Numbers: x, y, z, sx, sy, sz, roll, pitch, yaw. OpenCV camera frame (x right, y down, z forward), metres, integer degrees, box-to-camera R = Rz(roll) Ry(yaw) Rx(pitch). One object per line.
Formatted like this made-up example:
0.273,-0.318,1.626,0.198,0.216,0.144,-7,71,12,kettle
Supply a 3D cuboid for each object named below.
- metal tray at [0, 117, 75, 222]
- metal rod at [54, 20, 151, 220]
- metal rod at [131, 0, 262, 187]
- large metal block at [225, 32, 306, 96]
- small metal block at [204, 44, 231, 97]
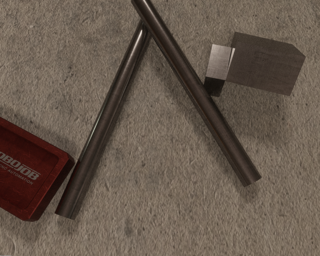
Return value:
-0.187,0.046,0.386,0.130,0.030,0.090,27,72,9,metal tray
-0.065,-0.028,0.417,0.025,0.025,0.299,18,71,6,metal rod
0.042,-0.060,0.415,0.025,0.025,0.299,-28,78,-10,metal rod
0.132,-0.087,0.406,0.080,0.050,0.080,14,27,4,large metal block
0.077,-0.077,0.424,0.025,0.050,0.050,12,71,6,small metal block
